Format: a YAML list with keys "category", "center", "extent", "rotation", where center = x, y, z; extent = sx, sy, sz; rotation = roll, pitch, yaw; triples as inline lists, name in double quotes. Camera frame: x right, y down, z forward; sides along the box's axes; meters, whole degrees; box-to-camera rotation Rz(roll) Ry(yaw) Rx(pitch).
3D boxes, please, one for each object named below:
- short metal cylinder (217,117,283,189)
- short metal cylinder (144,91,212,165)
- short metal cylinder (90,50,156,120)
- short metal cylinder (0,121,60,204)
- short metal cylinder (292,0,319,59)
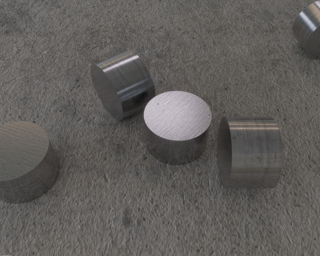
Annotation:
- category: "short metal cylinder"
  center: [0.096, 0.027, 0.345]
  extent: [0.050, 0.080, 0.080]
  rotation: [0, 50, 0]
- category: "short metal cylinder"
  center: [0.021, -0.001, 0.388]
  extent: [0.080, 0.050, 0.080]
  rotation: [0, 50, 0]
- category: "short metal cylinder"
  center: [-0.050, -0.057, 0.415]
  extent: [0.050, 0.080, 0.080]
  rotation: [-30, 56, -23]
- category: "short metal cylinder"
  center: [-0.161, 0.038, 0.353]
  extent: [0.080, 0.050, 0.080]
  rotation: [0, 50, 0]
- category: "short metal cylinder"
  center: [0.266, -0.159, 0.503]
  extent: [0.081, 0.080, 0.050]
  rotation: [-7, 51, -6]
